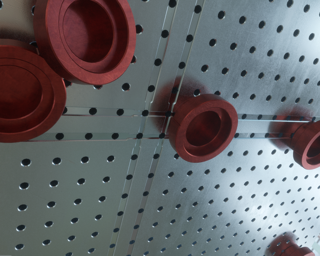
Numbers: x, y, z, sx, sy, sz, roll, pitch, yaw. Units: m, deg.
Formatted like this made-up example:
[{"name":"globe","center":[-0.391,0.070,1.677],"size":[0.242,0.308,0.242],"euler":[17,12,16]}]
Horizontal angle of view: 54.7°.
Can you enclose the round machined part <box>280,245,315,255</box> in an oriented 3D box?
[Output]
[{"name":"round machined part","center":[0.353,0.347,0.813],"size":[0.099,0.042,0.097],"euler":[-14,124,-21]}]

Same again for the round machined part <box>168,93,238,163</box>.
[{"name":"round machined part","center":[0.055,-0.003,0.430],"size":[0.099,0.042,0.097],"euler":[-14,125,-21]}]

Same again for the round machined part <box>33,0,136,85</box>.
[{"name":"round machined part","center":[-0.072,-0.089,0.289],"size":[0.099,0.042,0.097],"euler":[-11,105,-48]}]

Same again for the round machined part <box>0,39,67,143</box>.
[{"name":"round machined part","center":[-0.144,-0.038,0.297],"size":[0.099,0.042,0.097],"euler":[-14,125,-20]}]

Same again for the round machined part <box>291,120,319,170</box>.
[{"name":"round machined part","center":[0.285,0.026,0.576],"size":[0.099,0.042,0.097],"euler":[-14,125,-21]}]
